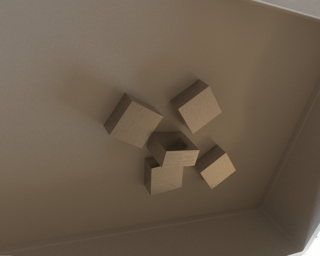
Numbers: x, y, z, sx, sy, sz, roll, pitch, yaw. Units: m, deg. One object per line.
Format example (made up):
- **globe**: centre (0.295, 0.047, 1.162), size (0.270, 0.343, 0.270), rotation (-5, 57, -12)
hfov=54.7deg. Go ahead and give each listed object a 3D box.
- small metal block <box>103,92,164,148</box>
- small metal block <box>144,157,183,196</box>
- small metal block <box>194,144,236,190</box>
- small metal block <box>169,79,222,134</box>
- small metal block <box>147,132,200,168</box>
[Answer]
- **small metal block**: centre (-0.033, -0.009, 0.385), size (0.050, 0.025, 0.050), rotation (26, 104, -37)
- **small metal block**: centre (0.005, 0.066, 0.452), size (0.050, 0.025, 0.050), rotation (-11, 123, -22)
- **small metal block**: centre (0.087, 0.062, 0.494), size (0.050, 0.025, 0.050), rotation (-38, 129, -3)
- **small metal block**: centre (0.049, -0.029, 0.417), size (0.050, 0.025, 0.050), rotation (-37, 129, -4)
- **small metal block**: centre (0.017, 0.028, 0.419), size (0.050, 0.050, 0.025), rotation (0, 118, -29)
